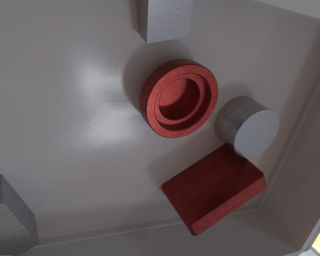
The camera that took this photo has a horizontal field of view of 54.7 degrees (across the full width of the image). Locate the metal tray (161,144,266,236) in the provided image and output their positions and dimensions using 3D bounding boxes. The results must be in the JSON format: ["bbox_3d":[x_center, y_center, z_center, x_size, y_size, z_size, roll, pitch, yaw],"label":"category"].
[{"bbox_3d":[0.079,0.088,0.466,0.131,0.090,0.030,-32,129,-8],"label":"metal tray"}]

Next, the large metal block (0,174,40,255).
[{"bbox_3d":[-0.199,0.113,0.354,0.080,0.050,0.080,-26,128,-12],"label":"large metal block"}]

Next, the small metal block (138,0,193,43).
[{"bbox_3d":[0.005,-0.122,0.330,0.050,0.025,0.050,-15,138,-20],"label":"small metal block"}]

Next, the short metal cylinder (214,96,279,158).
[{"bbox_3d":[0.129,-0.002,0.465,0.081,0.050,0.079,-14,125,-21],"label":"short metal cylinder"}]

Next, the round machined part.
[{"bbox_3d":[0.019,-0.039,0.386,0.099,0.042,0.097,-14,125,-21],"label":"round machined part"}]
